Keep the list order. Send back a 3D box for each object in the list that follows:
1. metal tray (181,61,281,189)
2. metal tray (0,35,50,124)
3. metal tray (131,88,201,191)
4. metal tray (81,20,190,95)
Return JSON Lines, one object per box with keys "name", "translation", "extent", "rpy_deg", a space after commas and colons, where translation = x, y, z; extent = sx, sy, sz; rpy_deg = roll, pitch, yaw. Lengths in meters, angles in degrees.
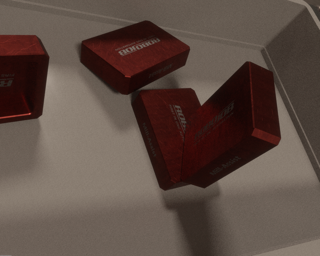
{"name": "metal tray", "translation": [0.070, 0.002, 0.337], "extent": [0.030, 0.129, 0.090], "rpy_deg": [20, 54, -17]}
{"name": "metal tray", "translation": [-0.177, -0.040, 0.288], "extent": [0.131, 0.089, 0.030], "rpy_deg": [-12, 55, -35]}
{"name": "metal tray", "translation": [0.025, 0.010, 0.412], "extent": [0.091, 0.030, 0.130], "rpy_deg": [-7, 65, -32]}
{"name": "metal tray", "translation": [-0.032, -0.104, 0.433], "extent": [0.090, 0.030, 0.131], "rpy_deg": [39, 48, 20]}
